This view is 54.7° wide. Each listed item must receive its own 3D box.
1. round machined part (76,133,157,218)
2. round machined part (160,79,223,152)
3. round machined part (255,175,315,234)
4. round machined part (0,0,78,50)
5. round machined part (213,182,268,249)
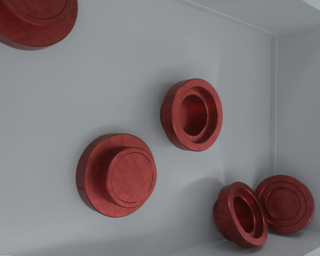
[{"bbox_3d":[-0.043,0.055,0.360,0.099,0.042,0.097,0,90,-40],"label":"round machined part"},{"bbox_3d":[0.039,-0.017,0.428,0.099,0.042,0.097,0,90,-40],"label":"round machined part"},{"bbox_3d":[0.219,0.134,0.546,0.042,0.098,0.098,23,75,-56],"label":"round machined part"},{"bbox_3d":[-0.123,-0.126,0.292,0.099,0.042,0.097,0,90,-40],"label":"round machined part"},{"bbox_3d":[0.121,0.137,0.480,0.098,0.042,0.098,28,45,-33],"label":"round machined part"}]
